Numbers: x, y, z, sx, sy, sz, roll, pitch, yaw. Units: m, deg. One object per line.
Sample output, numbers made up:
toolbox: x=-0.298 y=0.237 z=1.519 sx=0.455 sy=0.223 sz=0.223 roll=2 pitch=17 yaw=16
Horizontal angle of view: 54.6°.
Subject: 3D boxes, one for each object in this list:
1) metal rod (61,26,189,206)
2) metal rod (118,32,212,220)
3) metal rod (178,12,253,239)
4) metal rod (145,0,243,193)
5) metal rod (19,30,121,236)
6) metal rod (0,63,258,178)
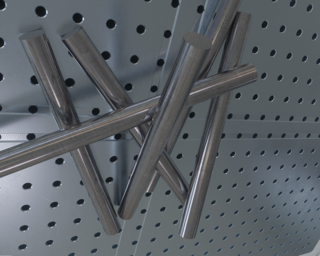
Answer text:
metal rod: x=-0.018 y=0.013 z=0.384 sx=0.025 sy=0.025 sz=0.300 roll=-36 pitch=122 yaw=-5
metal rod: x=-0.010 y=0.027 z=0.358 sx=0.025 sy=0.025 sz=0.298 roll=-5 pitch=141 yaw=-26
metal rod: x=0.069 y=0.004 z=0.406 sx=0.025 sy=0.025 sz=0.298 roll=7 pitch=101 yaw=-31
metal rod: x=0.036 y=-0.043 z=0.403 sx=0.025 sy=0.025 sz=0.298 roll=11 pitch=113 yaw=-33
metal rod: x=-0.095 y=0.031 z=0.377 sx=0.025 sy=0.025 sz=0.299 roll=-23 pitch=127 yaw=-15
metal rod: x=-0.027 y=-0.014 z=0.337 sx=0.302 sy=0.025 sz=0.025 roll=-21 pitch=127 yaw=-14
